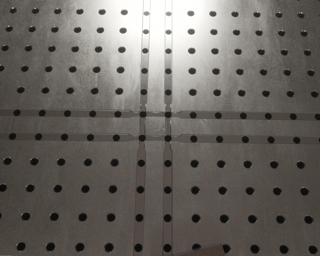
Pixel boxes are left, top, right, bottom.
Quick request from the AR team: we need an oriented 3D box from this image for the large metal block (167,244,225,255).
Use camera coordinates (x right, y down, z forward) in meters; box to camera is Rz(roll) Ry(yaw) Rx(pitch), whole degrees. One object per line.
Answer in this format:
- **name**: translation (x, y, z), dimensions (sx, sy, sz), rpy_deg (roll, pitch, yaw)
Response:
- **large metal block**: translation (0.036, 0.176, 0.334), dimensions (0.081, 0.050, 0.080), rpy_deg (-13, 71, -5)
